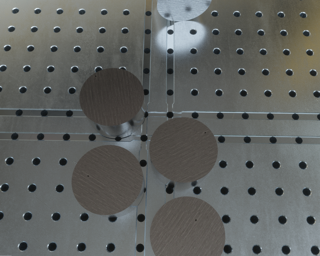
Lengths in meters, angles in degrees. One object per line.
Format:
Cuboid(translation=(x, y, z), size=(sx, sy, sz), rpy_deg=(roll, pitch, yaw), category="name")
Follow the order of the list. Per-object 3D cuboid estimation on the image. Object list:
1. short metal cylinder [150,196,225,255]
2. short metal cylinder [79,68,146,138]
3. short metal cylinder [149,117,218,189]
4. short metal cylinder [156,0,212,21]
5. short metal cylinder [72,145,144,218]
Cuboid(translation=(0.030, 0.122, 0.354), size=(0.081, 0.050, 0.080), rpy_deg=(0, 70, 0), category="short metal cylinder")
Cuboid(translation=(-0.060, -0.032, 0.409), size=(0.081, 0.050, 0.080), rpy_deg=(0, 70, 0), category="short metal cylinder")
Cuboid(translation=(0.028, 0.033, 0.387), size=(0.081, 0.050, 0.080), rpy_deg=(0, 70, 0), category="short metal cylinder")
Cuboid(translation=(0.032, -0.204, 0.457), size=(0.081, 0.080, 0.050), rpy_deg=(-8, 71, -3), category="short metal cylinder")
Cuboid(translation=(-0.059, 0.066, 0.374), size=(0.081, 0.050, 0.080), rpy_deg=(0, 70, 0), category="short metal cylinder")
